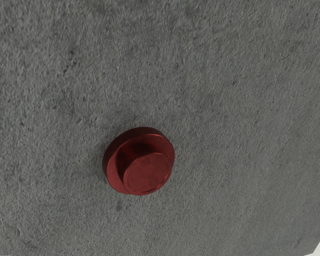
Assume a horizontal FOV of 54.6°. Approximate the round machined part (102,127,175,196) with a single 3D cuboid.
[{"bbox_3d":[-0.023,0.051,0.414,0.099,0.042,0.097,-14,124,-21],"label":"round machined part"}]
